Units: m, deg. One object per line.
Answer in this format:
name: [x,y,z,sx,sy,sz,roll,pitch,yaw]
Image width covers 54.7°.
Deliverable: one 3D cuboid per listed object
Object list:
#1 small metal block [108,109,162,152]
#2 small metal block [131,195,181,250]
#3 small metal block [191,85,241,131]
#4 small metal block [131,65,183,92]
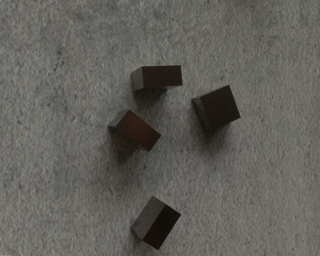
small metal block: [-0.033,0.003,0.385,0.050,0.050,0.025,40,77,-16]
small metal block: [-0.006,0.119,0.395,0.025,0.050,0.050,39,78,-16]
small metal block: [0.080,-0.028,0.440,0.050,0.025,0.050,-24,98,-19]
small metal block: [-0.005,-0.062,0.395,0.050,0.050,0.025,-6,92,-20]
